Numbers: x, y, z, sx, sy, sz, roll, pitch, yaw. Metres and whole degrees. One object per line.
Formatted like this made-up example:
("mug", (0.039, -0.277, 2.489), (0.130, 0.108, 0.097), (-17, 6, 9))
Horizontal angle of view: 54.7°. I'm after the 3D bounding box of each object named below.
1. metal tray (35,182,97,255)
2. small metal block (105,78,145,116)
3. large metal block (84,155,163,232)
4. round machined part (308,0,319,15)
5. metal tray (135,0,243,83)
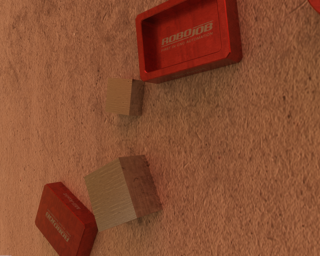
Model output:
("metal tray", (-0.165, 0.165, 0.538), (0.130, 0.030, 0.089), (31, 109, 35))
("small metal block", (-0.051, -0.045, 0.447), (0.050, 0.025, 0.050), (10, 96, 39))
("large metal block", (-0.053, 0.091, 0.432), (0.080, 0.050, 0.080), (-31, 71, 36))
("round machined part", (0.173, -0.129, 0.251), (0.098, 0.042, 0.097), (0, 90, 40))
("metal tray", (0.030, -0.111, 0.377), (0.130, 0.030, 0.089), (-8, 85, 39))
